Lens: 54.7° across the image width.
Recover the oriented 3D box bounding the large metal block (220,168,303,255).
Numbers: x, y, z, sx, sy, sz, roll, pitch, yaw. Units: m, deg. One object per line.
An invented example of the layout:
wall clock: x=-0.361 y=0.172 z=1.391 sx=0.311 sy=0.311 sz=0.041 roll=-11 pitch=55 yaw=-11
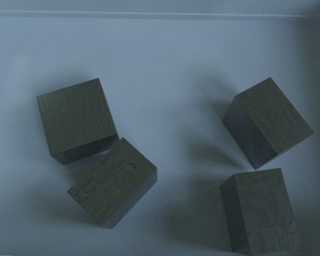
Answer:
large metal block: x=0.107 y=0.095 z=0.347 sx=0.050 sy=0.080 sz=0.080 roll=-7 pitch=70 yaw=-3

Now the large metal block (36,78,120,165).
large metal block: x=-0.102 y=-0.008 z=0.398 sx=0.081 sy=0.050 sz=0.080 roll=-18 pitch=71 yaw=-7

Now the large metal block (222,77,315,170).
large metal block: x=0.127 y=-0.002 z=0.383 sx=0.050 sy=0.080 sz=0.080 roll=-28 pitch=73 yaw=-10

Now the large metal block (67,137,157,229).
large metal block: x=-0.049 y=0.066 z=0.356 sx=0.050 sy=0.080 sz=0.080 roll=41 pitch=75 yaw=13
